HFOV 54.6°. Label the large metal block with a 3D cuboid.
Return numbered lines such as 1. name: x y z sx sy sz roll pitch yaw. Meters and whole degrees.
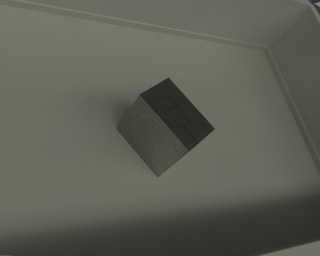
1. large metal block: 0.004 0.001 0.371 0.080 0.080 0.050 49 51 6
